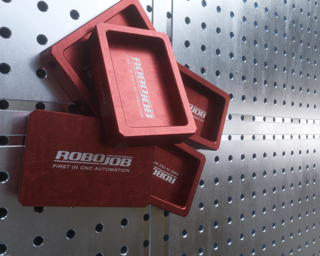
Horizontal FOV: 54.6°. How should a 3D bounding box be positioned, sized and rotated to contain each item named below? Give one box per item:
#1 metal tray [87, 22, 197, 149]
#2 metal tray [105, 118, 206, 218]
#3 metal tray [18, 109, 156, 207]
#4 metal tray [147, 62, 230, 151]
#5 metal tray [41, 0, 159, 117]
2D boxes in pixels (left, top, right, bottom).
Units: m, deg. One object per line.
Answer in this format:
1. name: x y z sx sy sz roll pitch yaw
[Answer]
1. metal tray: -0.020 -0.046 0.332 0.091 0.030 0.130 -2 67 -33
2. metal tray: -0.003 0.053 0.401 0.130 0.030 0.090 32 71 -35
3. metal tray: -0.072 0.034 0.323 0.131 0.030 0.090 8 86 -26
4. metal tray: 0.041 -0.028 0.437 0.131 0.030 0.090 23 76 -38
5. metal tray: -0.055 -0.083 0.357 0.131 0.030 0.090 -47 117 -29
